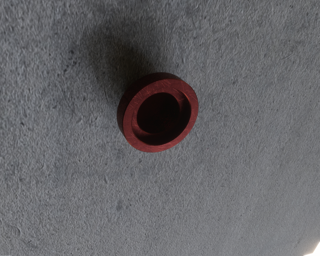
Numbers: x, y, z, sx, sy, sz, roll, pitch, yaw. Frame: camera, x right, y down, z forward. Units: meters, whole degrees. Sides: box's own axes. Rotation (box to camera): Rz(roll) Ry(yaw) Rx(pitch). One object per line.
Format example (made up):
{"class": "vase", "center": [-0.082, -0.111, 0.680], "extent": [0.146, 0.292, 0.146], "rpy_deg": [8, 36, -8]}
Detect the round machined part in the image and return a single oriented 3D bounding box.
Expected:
{"class": "round machined part", "center": [-0.006, -0.022, 0.378], "extent": [0.099, 0.042, 0.097], "rpy_deg": [-14, 124, -21]}
